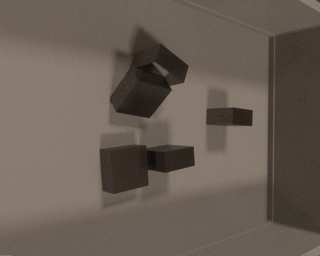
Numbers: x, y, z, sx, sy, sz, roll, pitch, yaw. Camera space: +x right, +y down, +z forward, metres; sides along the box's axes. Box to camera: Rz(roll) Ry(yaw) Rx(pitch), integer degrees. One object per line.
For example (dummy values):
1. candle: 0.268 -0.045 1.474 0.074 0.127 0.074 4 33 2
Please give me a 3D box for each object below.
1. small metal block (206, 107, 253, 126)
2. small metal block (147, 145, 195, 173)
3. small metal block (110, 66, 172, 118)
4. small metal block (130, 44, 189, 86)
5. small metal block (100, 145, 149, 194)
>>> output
1. small metal block: 0.109 -0.017 0.484 0.050 0.050 0.025 3 88 -40
2. small metal block: 0.009 0.038 0.400 0.050 0.050 0.025 -7 95 -40
3. small metal block: -0.023 -0.041 0.370 0.050 0.050 0.025 9 42 -40
4. small metal block: -0.001 -0.076 0.390 0.050 0.050 0.025 30 68 -37
5. small metal block: -0.043 0.048 0.373 0.050 0.025 0.050 -6 94 -40
